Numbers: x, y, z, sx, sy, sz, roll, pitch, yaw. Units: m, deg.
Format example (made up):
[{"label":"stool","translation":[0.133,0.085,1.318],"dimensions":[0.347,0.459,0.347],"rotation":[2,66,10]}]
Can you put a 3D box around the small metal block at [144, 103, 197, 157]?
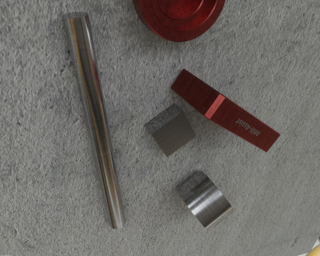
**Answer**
[{"label":"small metal block","translation":[0.014,0.003,0.419],"dimensions":[0.050,0.025,0.050],"rotation":[-36,130,-5]}]

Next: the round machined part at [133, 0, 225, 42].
[{"label":"round machined part","translation":[0.017,-0.143,0.318],"dimensions":[0.099,0.042,0.097],"rotation":[-14,125,-21]}]

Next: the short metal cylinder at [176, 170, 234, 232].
[{"label":"short metal cylinder","translation":[0.069,0.112,0.480],"dimensions":[0.050,0.080,0.080],"rotation":[-38,130,-3]}]

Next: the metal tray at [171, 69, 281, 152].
[{"label":"metal tray","translation":[0.085,-0.022,0.399],"dimensions":[0.131,0.090,0.030],"rotation":[25,104,-37]}]

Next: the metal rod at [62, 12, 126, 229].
[{"label":"metal rod","translation":[-0.072,0.016,0.378],"dimensions":[0.025,0.025,0.298],"rotation":[-17,126,-19]}]
